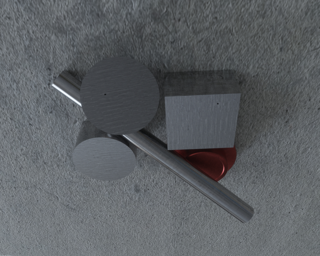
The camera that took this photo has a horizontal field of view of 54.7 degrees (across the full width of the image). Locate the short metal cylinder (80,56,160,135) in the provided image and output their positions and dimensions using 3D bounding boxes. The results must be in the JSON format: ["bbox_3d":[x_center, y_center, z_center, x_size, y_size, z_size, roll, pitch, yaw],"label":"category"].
[{"bbox_3d":[-0.045,-0.034,0.338,0.081,0.050,0.079,-1,92,-14],"label":"short metal cylinder"}]

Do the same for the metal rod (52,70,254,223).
[{"bbox_3d":[0.000,0.030,0.390,0.301,0.025,0.025,37,122,-12],"label":"metal rod"}]

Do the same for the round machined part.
[{"bbox_3d":[0.058,0.044,0.434,0.099,0.042,0.097,0,130,0],"label":"round machined part"}]

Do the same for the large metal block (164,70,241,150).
[{"bbox_3d":[0.047,-0.021,0.372,0.080,0.050,0.079,-3,130,2],"label":"large metal block"}]

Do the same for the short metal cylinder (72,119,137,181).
[{"bbox_3d":[-0.071,0.025,0.414,0.081,0.050,0.079,0,130,0],"label":"short metal cylinder"}]
